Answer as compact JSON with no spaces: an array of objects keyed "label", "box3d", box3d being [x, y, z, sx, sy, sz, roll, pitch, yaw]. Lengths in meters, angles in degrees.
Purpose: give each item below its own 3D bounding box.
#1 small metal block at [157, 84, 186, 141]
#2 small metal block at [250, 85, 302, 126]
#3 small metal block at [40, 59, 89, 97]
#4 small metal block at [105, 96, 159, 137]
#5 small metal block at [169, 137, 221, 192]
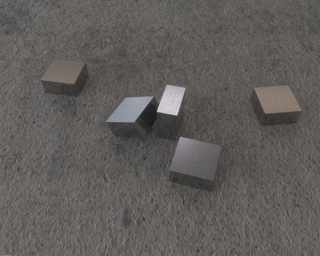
[{"label":"small metal block","box3d":[0.015,-0.020,0.403,0.025,0.050,0.050,12,51,9]},{"label":"small metal block","box3d":[0.160,-0.032,0.431,0.050,0.025,0.050,-4,50,-4]},{"label":"small metal block","box3d":[-0.142,-0.076,0.466,0.050,0.025,0.050,8,50,6]},{"label":"small metal block","box3d":[-0.034,-0.015,0.402,0.050,0.025,0.050,2,44,38]},{"label":"small metal block","box3d":[0.042,0.042,0.368,0.050,0.025,0.050,13,51,10]}]
